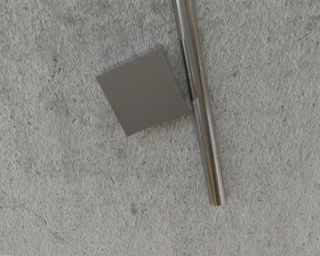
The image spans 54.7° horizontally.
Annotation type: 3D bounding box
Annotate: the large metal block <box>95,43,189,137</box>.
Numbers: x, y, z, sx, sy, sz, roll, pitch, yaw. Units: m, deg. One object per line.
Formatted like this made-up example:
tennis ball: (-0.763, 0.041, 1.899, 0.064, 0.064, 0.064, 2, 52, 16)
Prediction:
large metal block: (-0.020, -0.047, 0.379, 0.080, 0.050, 0.080, -23, 109, 8)

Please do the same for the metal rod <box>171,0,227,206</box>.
metal rod: (0.053, -0.031, 0.399, 0.025, 0.025, 0.298, -12, 110, 4)
